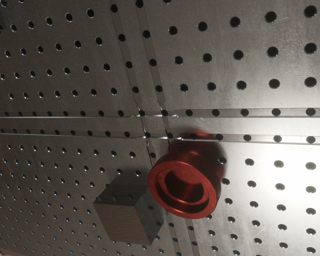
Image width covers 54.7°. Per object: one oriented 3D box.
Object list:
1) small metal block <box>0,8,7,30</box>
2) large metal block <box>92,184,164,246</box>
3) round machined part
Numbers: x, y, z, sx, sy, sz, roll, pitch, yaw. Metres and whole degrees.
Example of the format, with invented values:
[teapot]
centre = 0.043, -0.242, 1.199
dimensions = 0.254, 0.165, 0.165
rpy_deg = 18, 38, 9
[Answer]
[small metal block]
centre = -0.254, -0.165, 0.440
dimensions = 0.050, 0.025, 0.050
rpy_deg = 9, 122, 23
[large metal block]
centre = -0.050, 0.140, 0.506
dimensions = 0.080, 0.050, 0.080
rpy_deg = -4, 116, 30
[round machined part]
centre = 0.036, 0.074, 0.426
dimensions = 0.098, 0.042, 0.097
rpy_deg = 13, 124, 20
